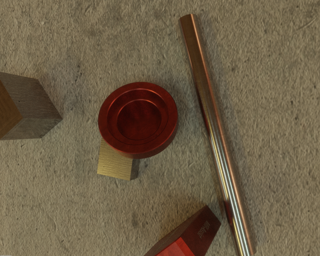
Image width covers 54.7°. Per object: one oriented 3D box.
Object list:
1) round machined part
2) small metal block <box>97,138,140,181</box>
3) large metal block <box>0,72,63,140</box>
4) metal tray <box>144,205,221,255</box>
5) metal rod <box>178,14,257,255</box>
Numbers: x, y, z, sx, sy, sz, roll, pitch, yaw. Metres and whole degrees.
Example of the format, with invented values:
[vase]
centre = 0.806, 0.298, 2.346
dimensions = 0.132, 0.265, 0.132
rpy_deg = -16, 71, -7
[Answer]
[round machined part]
centre = -0.025, -0.007, 0.396
dimensions = 0.099, 0.042, 0.098
rpy_deg = -3, 66, 6
[small metal block]
centre = -0.056, 0.042, 0.429
dimensions = 0.050, 0.025, 0.050
rpy_deg = 9, 93, 19
[large metal block]
centre = -0.204, -0.030, 0.452
dimensions = 0.050, 0.080, 0.080
rpy_deg = -38, 78, 16
[metal tray]
centre = 0.016, 0.139, 0.348
dimensions = 0.090, 0.130, 0.030
rpy_deg = -42, 77, 15
[metal rod]
centre = 0.069, 0.005, 0.384
dimensions = 0.025, 0.025, 0.298
rpy_deg = -15, 85, 19
